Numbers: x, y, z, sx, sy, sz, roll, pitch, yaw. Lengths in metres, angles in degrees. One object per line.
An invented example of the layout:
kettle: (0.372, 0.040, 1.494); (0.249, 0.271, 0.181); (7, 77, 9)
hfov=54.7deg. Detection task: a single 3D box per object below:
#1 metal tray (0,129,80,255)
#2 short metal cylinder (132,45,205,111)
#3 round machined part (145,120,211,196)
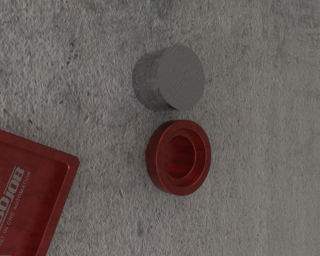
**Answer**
metal tray: (-0.140, 0.074, 0.284); (0.090, 0.030, 0.130); (28, 73, -37)
short metal cylinder: (0.012, -0.062, 0.398); (0.081, 0.050, 0.080); (0, 90, -40)
round machined part: (0.020, 0.038, 0.410); (0.099, 0.042, 0.097); (0, 90, -40)
